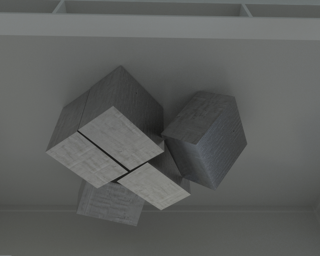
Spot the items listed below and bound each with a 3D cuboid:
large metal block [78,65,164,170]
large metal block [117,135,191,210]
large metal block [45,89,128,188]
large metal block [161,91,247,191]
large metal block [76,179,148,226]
[{"bbox_3d":[-0.040,-0.012,0.360,0.050,0.080,0.080,-31,124,23],"label":"large metal block"},{"bbox_3d":[-0.007,0.048,0.411,0.050,0.080,0.080,-34,123,25],"label":"large metal block"},{"bbox_3d":[-0.082,0.013,0.382,0.050,0.080,0.080,-30,124,23],"label":"large metal block"},{"bbox_3d":[0.057,0.014,0.375,0.050,0.080,0.080,16,144,41],"label":"large metal block"},{"bbox_3d":[-0.070,0.091,0.439,0.081,0.080,0.050,17,93,-15],"label":"large metal block"}]
